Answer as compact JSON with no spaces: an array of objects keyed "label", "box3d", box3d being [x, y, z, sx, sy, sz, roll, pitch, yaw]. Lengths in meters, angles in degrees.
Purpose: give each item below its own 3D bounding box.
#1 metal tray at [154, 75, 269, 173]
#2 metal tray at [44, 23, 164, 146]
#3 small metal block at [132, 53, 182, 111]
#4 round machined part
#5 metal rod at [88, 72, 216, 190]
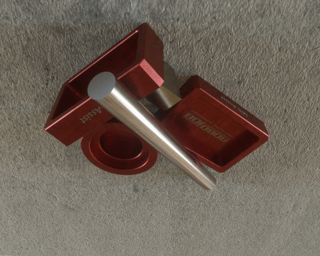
[{"label":"metal tray","box3d":[0.065,0.000,0.407,0.131,0.030,0.090,31,124,-24]},{"label":"metal tray","box3d":[-0.057,-0.046,0.325,0.130,0.090,0.030,-30,124,22]},{"label":"small metal block","box3d":[-0.006,-0.054,0.340,0.025,0.050,0.050,-34,137,28]},{"label":"round machined part","box3d":[-0.049,0.015,0.405,0.099,0.042,0.097,4,134,4]},{"label":"metal rod","box3d":[0.016,0.026,0.361,0.025,0.025,0.300,-21,149,16]}]
